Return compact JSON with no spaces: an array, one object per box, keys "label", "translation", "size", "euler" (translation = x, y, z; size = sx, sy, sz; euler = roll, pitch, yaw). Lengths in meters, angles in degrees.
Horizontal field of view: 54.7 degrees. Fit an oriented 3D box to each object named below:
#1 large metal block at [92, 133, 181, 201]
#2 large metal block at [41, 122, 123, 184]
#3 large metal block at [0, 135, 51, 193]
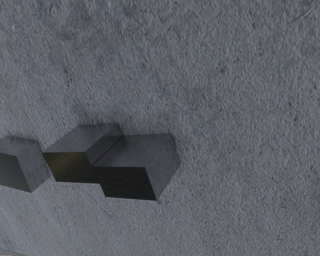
[{"label":"large metal block","translation":[-0.029,0.050,0.417],"size":[0.080,0.080,0.050],"euler":[-3,117,30]},{"label":"large metal block","translation":[-0.105,0.035,0.448],"size":[0.080,0.080,0.050],"euler":[-3,117,30]},{"label":"large metal block","translation":[-0.259,0.065,0.568],"size":[0.080,0.050,0.079],"euler":[7,122,25]}]
